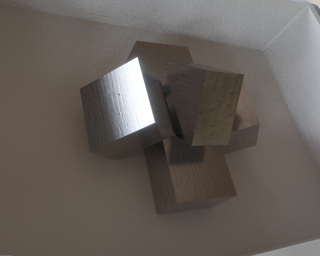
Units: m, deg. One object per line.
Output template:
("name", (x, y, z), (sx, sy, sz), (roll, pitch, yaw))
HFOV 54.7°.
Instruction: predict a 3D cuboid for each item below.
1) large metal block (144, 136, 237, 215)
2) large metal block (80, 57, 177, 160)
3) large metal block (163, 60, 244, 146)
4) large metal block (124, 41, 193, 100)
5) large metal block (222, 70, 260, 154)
("large metal block", (0.035, 0.054, 0.374), (0.081, 0.050, 0.080), (1, 62, -28))
("large metal block", (-0.037, -0.019, 0.350), (0.050, 0.080, 0.080), (30, 40, -58))
("large metal block", (0.043, -0.031, 0.359), (0.050, 0.079, 0.080), (0, 18, -30))
("large metal block", (0.004, -0.069, 0.429), (0.081, 0.050, 0.080), (-2, 63, -29))
("large metal block", (0.095, -0.018, 0.422), (0.050, 0.080, 0.080), (-16, 65, 7))
